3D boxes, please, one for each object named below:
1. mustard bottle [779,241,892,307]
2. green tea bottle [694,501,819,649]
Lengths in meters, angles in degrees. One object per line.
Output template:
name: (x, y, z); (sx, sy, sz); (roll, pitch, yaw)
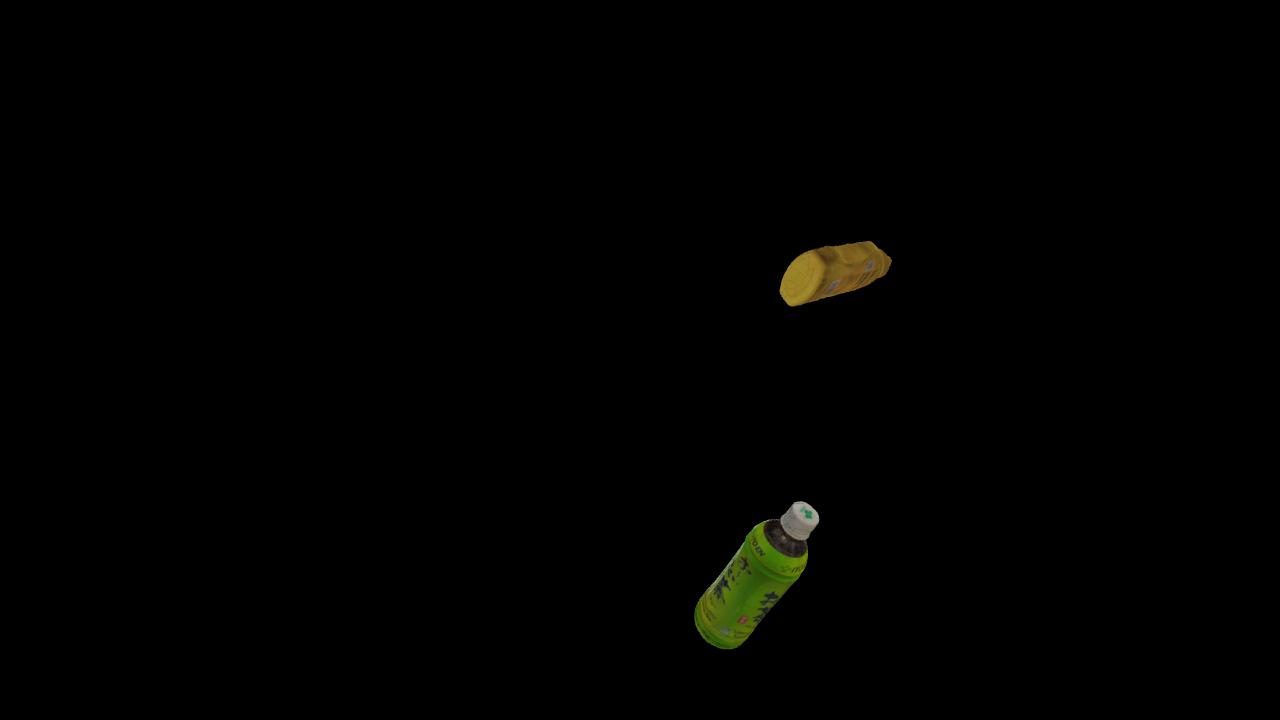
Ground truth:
mustard bottle: (0.284, -0.124, 0.848); (0.184, 0.054, 0.092); (-14, -33, -31)
green tea bottle: (0.131, 0.234, 0.679); (0.073, 0.212, 0.073); (17, 31, -11)
